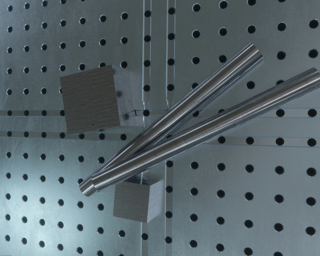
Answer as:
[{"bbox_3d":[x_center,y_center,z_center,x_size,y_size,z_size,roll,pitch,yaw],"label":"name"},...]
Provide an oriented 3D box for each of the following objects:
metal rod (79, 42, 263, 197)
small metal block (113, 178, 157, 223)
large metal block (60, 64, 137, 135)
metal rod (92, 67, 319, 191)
[{"bbox_3d":[0.004,-0.002,0.410,0.300,0.025,0.025,-39,78,15],"label":"metal rod"},{"bbox_3d":[-0.034,0.098,0.425,0.050,0.025,0.050,6,92,20],"label":"small metal block"},{"bbox_3d":[-0.084,-0.036,0.429,0.080,0.050,0.080,-9,87,19],"label":"large metal block"},{"bbox_3d":[0.047,0.008,0.382,0.300,0.025,0.025,-26,81,13],"label":"metal rod"}]
